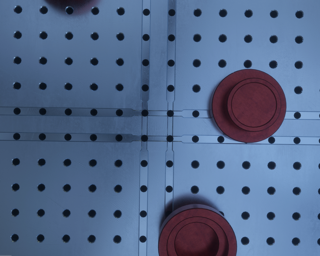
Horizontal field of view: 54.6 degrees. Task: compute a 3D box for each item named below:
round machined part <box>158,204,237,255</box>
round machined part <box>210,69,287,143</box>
[{"bbox_3d":[0.047,0.148,0.405,0.099,0.042,0.097,0,90,0],"label":"round machined part"},{"bbox_3d":[0.117,-0.029,0.406,0.099,0.042,0.097,0,90,0],"label":"round machined part"}]
